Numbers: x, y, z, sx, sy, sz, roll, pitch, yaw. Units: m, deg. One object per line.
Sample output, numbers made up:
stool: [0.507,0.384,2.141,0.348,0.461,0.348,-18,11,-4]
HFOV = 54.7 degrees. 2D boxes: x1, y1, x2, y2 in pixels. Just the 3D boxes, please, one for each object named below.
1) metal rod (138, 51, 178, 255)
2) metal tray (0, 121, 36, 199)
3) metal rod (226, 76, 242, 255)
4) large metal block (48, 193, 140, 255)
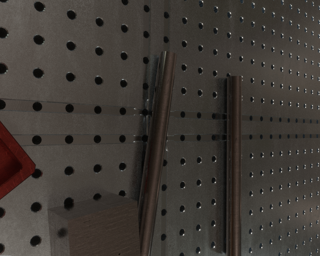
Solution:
metal rod: [-0.009,0.047,0.403,0.025,0.025,0.298,13,82,-40]
metal tray: [-0.184,0.041,0.252,0.131,0.030,0.090,-44,117,-31]
metal rod: [0.123,0.064,0.515,0.025,0.025,0.298,0,90,-40]
large metal block: [-0.070,0.123,0.336,0.081,0.050,0.079,-5,94,-40]
